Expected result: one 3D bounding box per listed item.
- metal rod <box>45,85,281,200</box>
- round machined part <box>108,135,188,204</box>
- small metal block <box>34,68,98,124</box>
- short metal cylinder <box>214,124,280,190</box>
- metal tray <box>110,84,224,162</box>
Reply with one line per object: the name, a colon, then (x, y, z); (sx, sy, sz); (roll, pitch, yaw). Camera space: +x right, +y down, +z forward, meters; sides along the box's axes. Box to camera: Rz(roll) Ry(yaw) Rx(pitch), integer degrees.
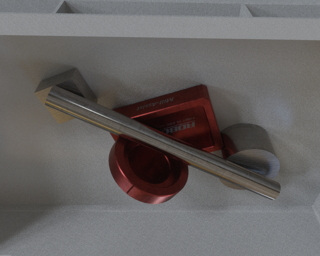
metal rod: (0.014, 0.023, 0.373); (0.302, 0.025, 0.025); (24, 126, -12)
round machined part: (-0.017, 0.049, 0.384); (0.099, 0.098, 0.042); (22, 134, -18)
small metal block: (-0.111, -0.038, 0.373); (0.050, 0.025, 0.050); (-17, 128, 13)
short metal cylinder: (0.117, 0.040, 0.427); (0.081, 0.050, 0.079); (0, 130, 0)
metal tray: (0.009, 0.003, 0.406); (0.130, 0.030, 0.090); (-15, 129, 12)
